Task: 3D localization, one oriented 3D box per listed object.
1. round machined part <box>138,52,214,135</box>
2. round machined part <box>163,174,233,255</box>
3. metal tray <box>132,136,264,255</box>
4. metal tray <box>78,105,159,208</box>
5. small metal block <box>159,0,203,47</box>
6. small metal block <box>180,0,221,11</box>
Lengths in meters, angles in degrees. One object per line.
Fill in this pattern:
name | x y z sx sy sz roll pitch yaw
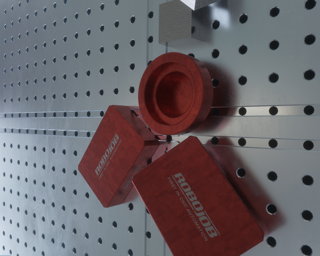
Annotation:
round machined part | 0.023 -0.040 0.379 0.098 0.042 0.097 0 90 39
round machined part | 0.034 0.103 0.370 0.098 0.042 0.097 0 90 40
metal tray | 0.039 0.085 0.341 0.090 0.030 0.130 -35 67 6
metal tray | -0.066 0.042 0.461 0.090 0.030 0.129 46 117 30
small metal block | 0.026 -0.132 0.388 0.050 0.025 0.050 2 91 40
small metal block | 0.044 -0.165 0.353 0.050 0.050 0.025 48 155 29
